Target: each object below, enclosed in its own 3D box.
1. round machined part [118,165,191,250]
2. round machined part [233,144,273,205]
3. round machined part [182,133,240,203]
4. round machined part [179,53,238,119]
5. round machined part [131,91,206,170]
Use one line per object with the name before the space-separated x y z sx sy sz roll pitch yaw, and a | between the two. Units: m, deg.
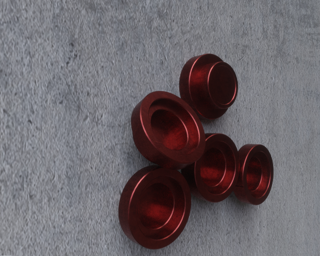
round machined part | -0.010 0.095 0.385 0.099 0.042 0.097 0 90 -40
round machined part | 0.145 0.075 0.512 0.099 0.042 0.097 0 90 -44
round machined part | 0.070 0.056 0.452 0.099 0.042 0.097 0 90 -40
round machined part | 0.078 -0.062 0.459 0.099 0.042 0.097 0 90 -40
round machined part | 0.006 0.006 0.382 0.099 0.042 0.098 22 50 -29
